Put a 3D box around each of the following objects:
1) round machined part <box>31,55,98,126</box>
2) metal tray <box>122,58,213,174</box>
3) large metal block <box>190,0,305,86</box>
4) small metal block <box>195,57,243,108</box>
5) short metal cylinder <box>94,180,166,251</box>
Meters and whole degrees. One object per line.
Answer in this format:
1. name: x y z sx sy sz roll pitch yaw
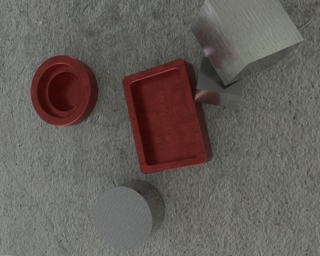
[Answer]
1. round machined part: -0.131 -0.051 0.445 0.098 0.042 0.097 0 90 19
2. metal tray: 0.009 -0.013 0.398 0.090 0.030 0.129 -14 86 24
3. large metal block: 0.094 -0.104 0.342 0.081 0.050 0.080 -25 80 -21
4. small metal block: 0.071 -0.054 0.367 0.050 0.025 0.050 10 60 7
5. short metal cylinder: -0.039 0.112 0.408 0.080 0.050 0.079 0 90 19
